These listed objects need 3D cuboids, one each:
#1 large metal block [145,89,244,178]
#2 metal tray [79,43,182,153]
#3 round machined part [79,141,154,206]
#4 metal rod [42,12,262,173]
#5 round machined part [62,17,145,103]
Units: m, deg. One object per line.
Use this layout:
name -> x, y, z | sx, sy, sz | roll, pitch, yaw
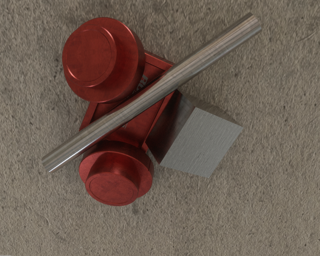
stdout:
large metal block -> 0.041, 0.009, 0.386 | 0.080, 0.050, 0.080 | 19, 110, -33
metal tray -> -0.037, -0.034, 0.395 | 0.090, 0.030, 0.129 | 23, 108, -9
round machined part -> -0.059, 0.066, 0.407 | 0.099, 0.042, 0.097 | 4, 131, 5
metal rod -> -0.019, -0.035, 0.367 | 0.300, 0.025, 0.025 | -33, 107, 11
round machined part -> -0.070, -0.078, 0.351 | 0.098, 0.042, 0.097 | 0, 89, 20
